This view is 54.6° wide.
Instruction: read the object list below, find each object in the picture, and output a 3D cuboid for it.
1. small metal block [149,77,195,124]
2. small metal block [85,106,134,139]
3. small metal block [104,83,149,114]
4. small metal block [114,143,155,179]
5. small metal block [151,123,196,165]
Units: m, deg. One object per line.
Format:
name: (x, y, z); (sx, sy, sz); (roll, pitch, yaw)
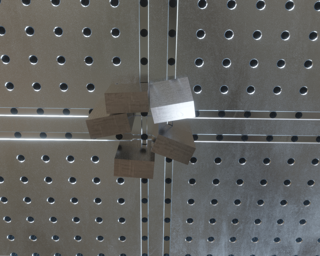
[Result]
small metal block: (0.014, -0.035, 0.384); (0.050, 0.050, 0.025); (-9, 133, 3)
small metal block: (-0.062, -0.011, 0.396); (0.050, 0.050, 0.025); (-10, 110, 3)
small metal block: (-0.039, -0.038, 0.386); (0.050, 0.050, 0.025); (-2, 110, 1)
small metal block: (-0.033, 0.043, 0.416); (0.050, 0.050, 0.025); (5, 110, -2)
small metal block: (0.017, 0.018, 0.407); (0.050, 0.050, 0.025); (21, 109, -8)
